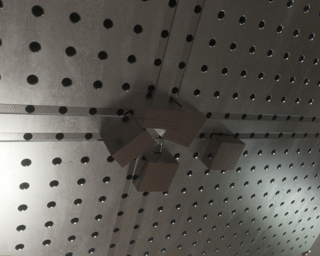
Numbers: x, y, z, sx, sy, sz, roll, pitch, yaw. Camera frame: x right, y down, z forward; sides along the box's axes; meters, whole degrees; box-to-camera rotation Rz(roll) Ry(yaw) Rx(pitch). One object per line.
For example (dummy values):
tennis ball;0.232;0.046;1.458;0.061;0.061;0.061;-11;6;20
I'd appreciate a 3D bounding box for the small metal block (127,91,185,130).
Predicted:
small metal block;-0.006;-0.022;0.380;0.050;0.050;0.025;3;117;-30

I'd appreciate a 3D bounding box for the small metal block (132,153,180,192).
small metal block;-0.007;0.065;0.449;0.050;0.025;0.050;7;115;-32

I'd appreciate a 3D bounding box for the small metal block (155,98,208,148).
small metal block;0.029;-0.006;0.425;0.050;0.025;0.050;22;106;-37

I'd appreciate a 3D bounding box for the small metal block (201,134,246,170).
small metal block;0.101;0.039;0.493;0.050;0.025;0.050;6;116;-31

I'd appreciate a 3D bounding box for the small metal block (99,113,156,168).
small metal block;-0.041;0.013;0.382;0.050;0.050;0.025;-37;130;-4
